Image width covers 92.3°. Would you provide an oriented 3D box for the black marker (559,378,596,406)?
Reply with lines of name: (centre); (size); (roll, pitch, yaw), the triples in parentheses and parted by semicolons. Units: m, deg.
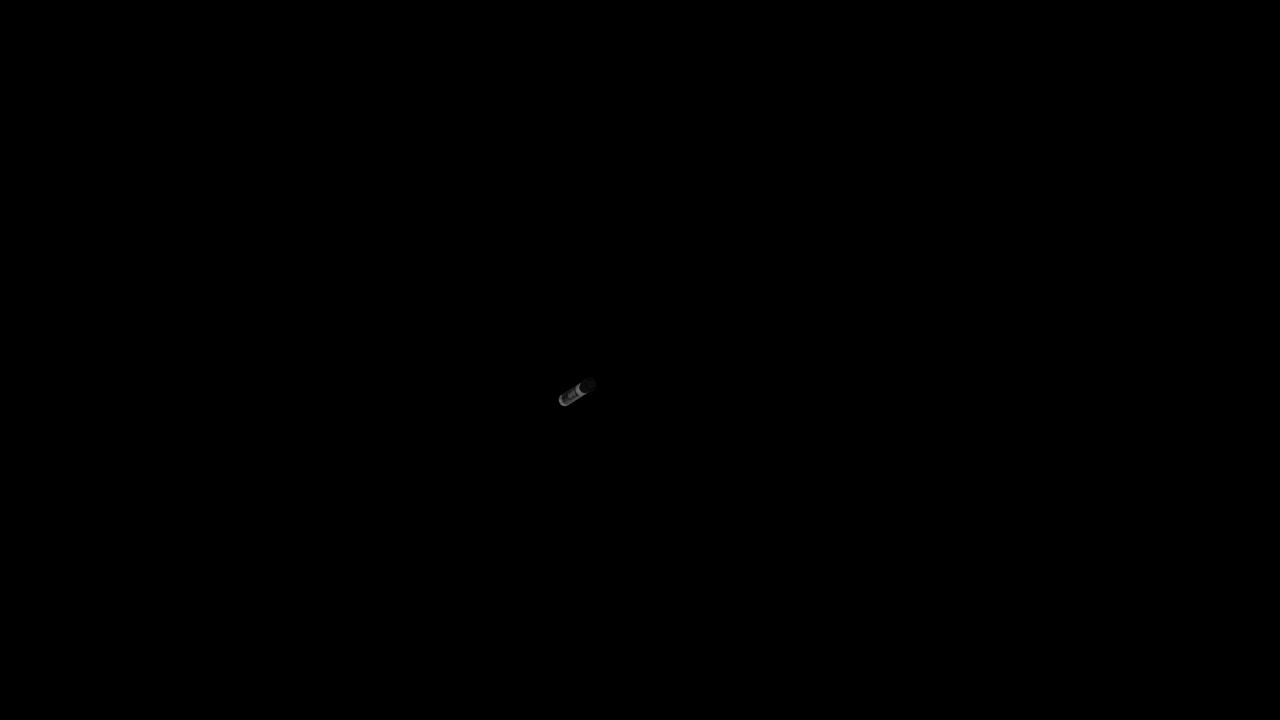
black marker: (-0.089, 0.046, 0.873); (0.020, 0.020, 0.121); (0, -14, -25)
